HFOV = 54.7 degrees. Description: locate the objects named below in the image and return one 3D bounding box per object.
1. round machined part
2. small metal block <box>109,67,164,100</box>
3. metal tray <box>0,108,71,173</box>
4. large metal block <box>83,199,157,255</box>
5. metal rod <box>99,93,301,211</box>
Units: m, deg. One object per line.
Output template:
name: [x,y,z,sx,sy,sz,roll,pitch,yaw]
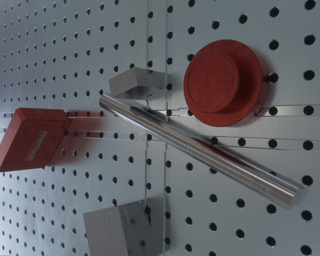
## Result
round machined part: [0.065,-0.050,0.344,0.098,0.042,0.097,0,90,40]
small metal block: [-0.032,-0.059,0.420,0.050,0.050,0.025,-18,79,38]
metal tray: [-0.229,0.022,0.555,0.030,0.091,0.129,52,120,27]
large metal block: [-0.059,0.152,0.442,0.080,0.050,0.080,-22,76,38]
metal rod: [0.024,0.014,0.389,0.300,0.025,0.025,28,107,36]
